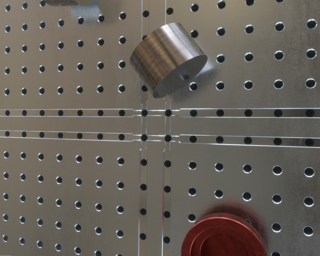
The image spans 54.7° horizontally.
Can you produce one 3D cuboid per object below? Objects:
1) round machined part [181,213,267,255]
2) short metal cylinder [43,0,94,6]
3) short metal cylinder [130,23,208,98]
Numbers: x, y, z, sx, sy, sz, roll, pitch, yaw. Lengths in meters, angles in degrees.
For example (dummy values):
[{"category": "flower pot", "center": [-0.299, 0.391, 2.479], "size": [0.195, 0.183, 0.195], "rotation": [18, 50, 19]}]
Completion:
[{"category": "round machined part", "center": [0.079, 0.151, 0.375], "size": [0.098, 0.042, 0.097], "rotation": [0, 90, 19]}, {"category": "short metal cylinder", "center": [-0.129, -0.211, 0.427], "size": [0.050, 0.080, 0.079], "rotation": [7, 93, 19]}, {"category": "short metal cylinder", "center": [0.011, -0.081, 0.379], "size": [0.080, 0.080, 0.050], "rotation": [-38, 78, 16]}]
